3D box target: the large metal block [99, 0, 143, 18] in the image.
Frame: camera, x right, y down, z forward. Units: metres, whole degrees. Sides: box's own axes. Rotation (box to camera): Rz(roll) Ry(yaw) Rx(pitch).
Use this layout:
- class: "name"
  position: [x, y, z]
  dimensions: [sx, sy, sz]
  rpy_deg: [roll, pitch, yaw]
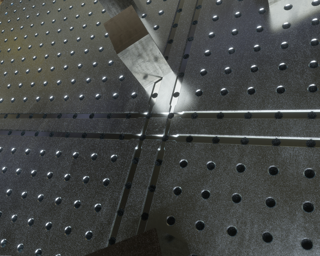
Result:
- class: "large metal block"
  position: [-0.078, -0.241, 0.560]
  dimensions: [0.050, 0.080, 0.080]
  rpy_deg: [-25, 53, 12]

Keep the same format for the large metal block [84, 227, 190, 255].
- class: "large metal block"
  position: [-0.017, 0.141, 0.294]
  dimensions: [0.080, 0.080, 0.050]
  rpy_deg: [-25, 53, 12]

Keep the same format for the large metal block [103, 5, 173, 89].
- class: "large metal block"
  position: [-0.033, -0.120, 0.462]
  dimensions: [0.050, 0.080, 0.080]
  rpy_deg: [-32, 52, 8]

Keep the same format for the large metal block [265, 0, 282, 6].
- class: "large metal block"
  position: [0.177, -0.236, 0.444]
  dimensions: [0.080, 0.050, 0.080]
  rpy_deg: [-23, 53, 14]
